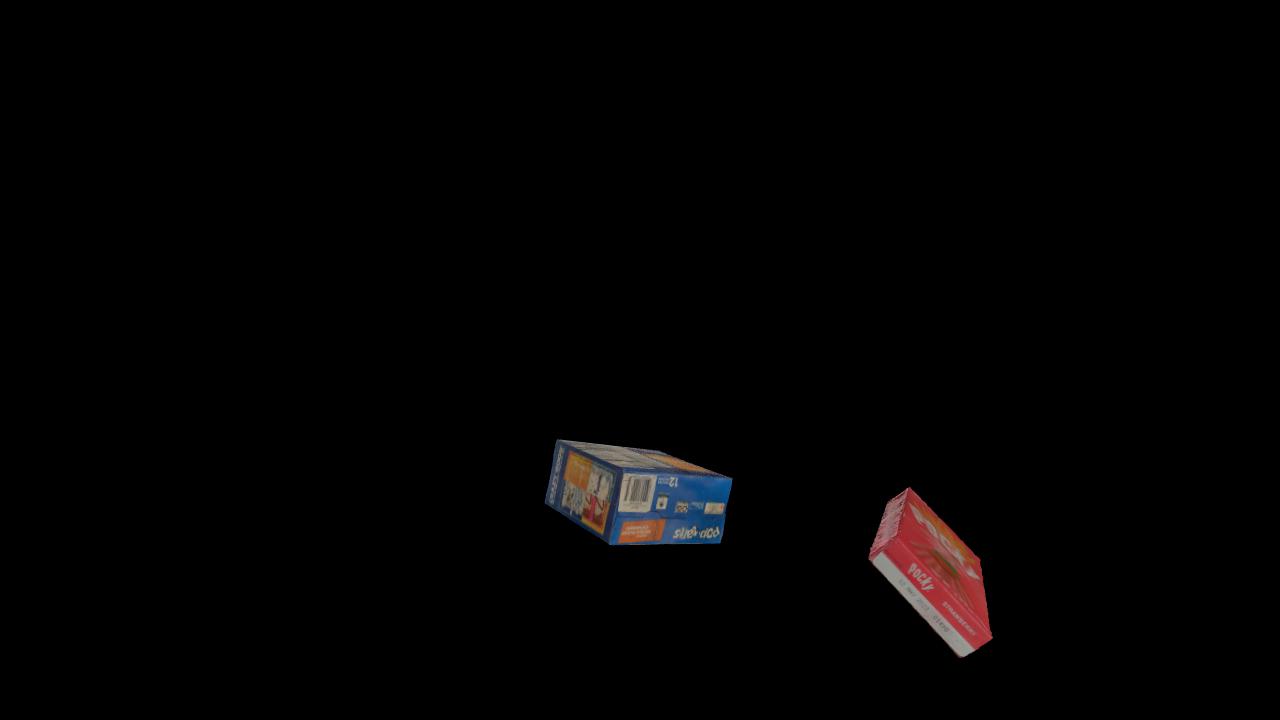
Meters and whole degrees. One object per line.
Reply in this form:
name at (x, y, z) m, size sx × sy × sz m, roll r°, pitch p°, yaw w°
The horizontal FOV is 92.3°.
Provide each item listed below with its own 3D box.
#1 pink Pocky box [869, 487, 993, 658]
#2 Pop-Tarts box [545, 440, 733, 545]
pink Pocky box at (0.225, 0.154, 0.477) m, size 0.029 × 0.084 × 0.155 m, roll -47°, pitch -18°, yaw 20°
Pop-Tarts box at (-0.002, 0.155, 0.725) m, size 0.167 × 0.083 × 0.141 m, roll 13°, pitch -1°, yaw -38°
